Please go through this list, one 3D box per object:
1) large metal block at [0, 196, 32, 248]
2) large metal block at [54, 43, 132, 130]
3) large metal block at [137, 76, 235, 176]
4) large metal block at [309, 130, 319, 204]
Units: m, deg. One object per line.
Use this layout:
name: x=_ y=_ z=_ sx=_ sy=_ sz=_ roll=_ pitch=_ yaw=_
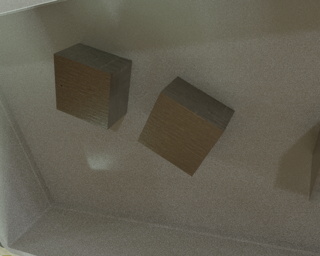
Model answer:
large metal block: x=-0.349 y=0.217 z=0.714 sx=0.080 sy=0.050 sz=0.079 roll=23 pitch=127 yaw=14
large metal block: x=-0.087 y=-0.055 z=0.404 sx=0.080 sy=0.050 sz=0.079 roll=21 pitch=127 yaw=15
large metal block: x=0.030 y=-0.002 z=0.375 sx=0.080 sy=0.050 sz=0.079 roll=33 pitch=129 yaw=7
large metal block: x=0.193 y=0.037 z=0.294 sx=0.080 sy=0.080 sz=0.050 roll=13 pitch=124 yaw=21
